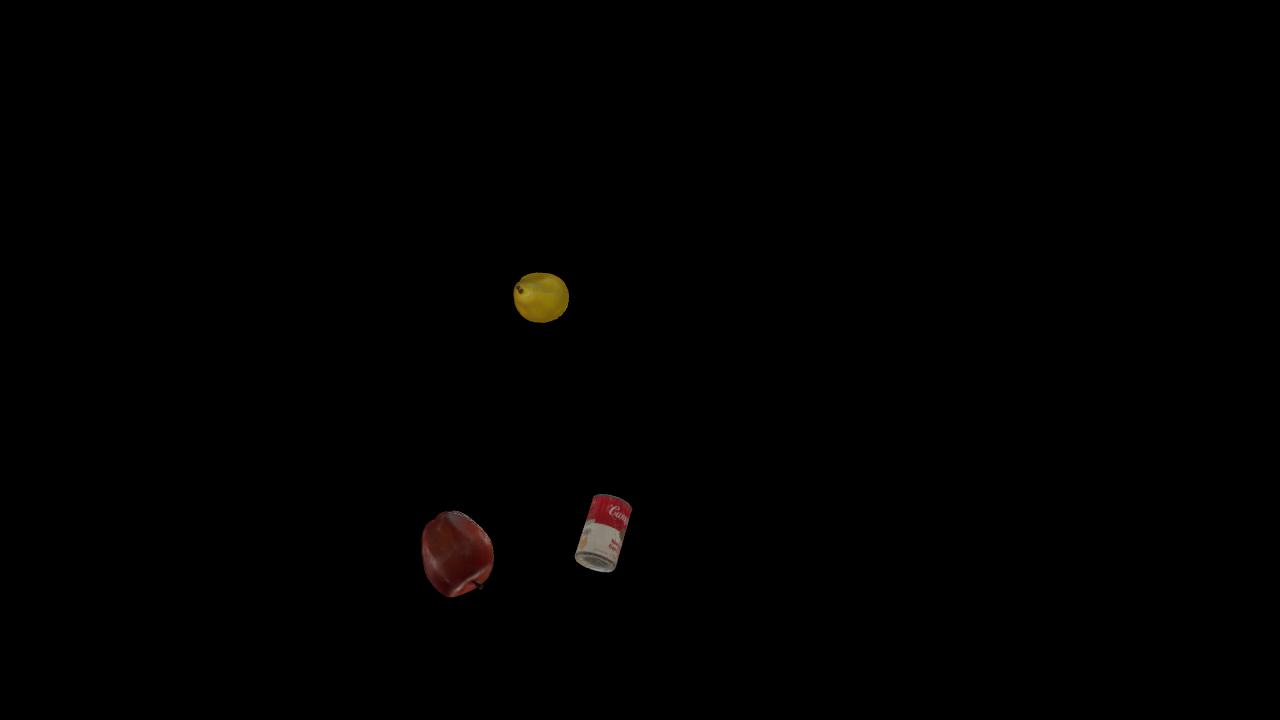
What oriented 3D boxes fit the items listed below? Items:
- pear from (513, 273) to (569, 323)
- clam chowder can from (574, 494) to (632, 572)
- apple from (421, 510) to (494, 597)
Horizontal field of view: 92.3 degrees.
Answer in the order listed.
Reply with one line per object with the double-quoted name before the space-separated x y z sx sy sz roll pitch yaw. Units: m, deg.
"pear" -0.154 -0.090 0.874 0.080 0.080 0.111 0 0 28
"clam chowder can" -0.058 0.273 0.972 0.068 0.102 0.068 12 -37 9
"apple" -0.203 0.216 0.685 0.079 0.093 0.079 -34 -16 -11
